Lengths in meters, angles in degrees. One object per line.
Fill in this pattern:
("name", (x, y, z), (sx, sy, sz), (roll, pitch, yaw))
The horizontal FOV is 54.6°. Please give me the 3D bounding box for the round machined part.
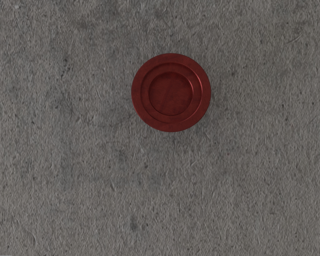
("round machined part", (0.014, -0.044, 0.402), (0.099, 0.042, 0.097), (0, 90, 0))
